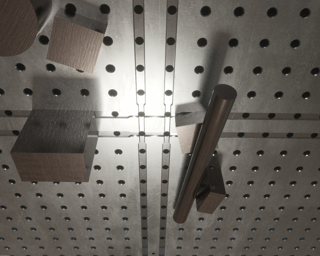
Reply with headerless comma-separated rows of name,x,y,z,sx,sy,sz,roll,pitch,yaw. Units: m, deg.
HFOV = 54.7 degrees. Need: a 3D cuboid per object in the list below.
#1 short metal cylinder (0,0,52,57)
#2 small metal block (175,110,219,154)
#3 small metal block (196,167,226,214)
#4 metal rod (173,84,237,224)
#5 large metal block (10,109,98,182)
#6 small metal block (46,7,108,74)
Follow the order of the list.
short metal cylinder,-0.151,-0.116,0.294,0.081,0.050,0.079,0,130,0
small metal block,0.050,0.005,0.417,0.050,0.025,0.050,-10,130,7
small metal block,0.076,0.096,0.478,0.025,0.050,0.050,14,129,-12
metal rod,0.052,0.060,0.436,0.025,0.025,0.298,5,139,-5
large metal block,-0.127,0.021,0.392,0.081,0.080,0.050,1,130,-1
small metal block,-0.089,-0.092,0.332,0.050,0.025,0.050,17,128,-14
